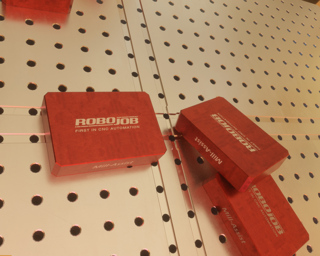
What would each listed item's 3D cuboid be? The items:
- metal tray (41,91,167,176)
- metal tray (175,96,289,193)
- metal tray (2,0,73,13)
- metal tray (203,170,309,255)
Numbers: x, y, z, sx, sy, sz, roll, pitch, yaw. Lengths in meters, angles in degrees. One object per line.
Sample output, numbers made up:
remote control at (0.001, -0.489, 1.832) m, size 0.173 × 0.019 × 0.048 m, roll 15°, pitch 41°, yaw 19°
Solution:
metal tray at (-0.065, 0.002, 0.368) m, size 0.131 × 0.030 × 0.090 m, roll -4°, pitch 64°, yaw -30°
metal tray at (0.095, 0.015, 0.419) m, size 0.091 × 0.030 × 0.130 m, roll -21°, pitch 54°, yaw -37°
metal tray at (-0.180, -0.230, 0.448) m, size 0.091 × 0.030 × 0.130 m, roll -2°, pitch 63°, yaw -29°
metal tray at (0.126, 0.107, 0.406) m, size 0.091 × 0.030 × 0.130 m, roll -18°, pitch 72°, yaw -35°
